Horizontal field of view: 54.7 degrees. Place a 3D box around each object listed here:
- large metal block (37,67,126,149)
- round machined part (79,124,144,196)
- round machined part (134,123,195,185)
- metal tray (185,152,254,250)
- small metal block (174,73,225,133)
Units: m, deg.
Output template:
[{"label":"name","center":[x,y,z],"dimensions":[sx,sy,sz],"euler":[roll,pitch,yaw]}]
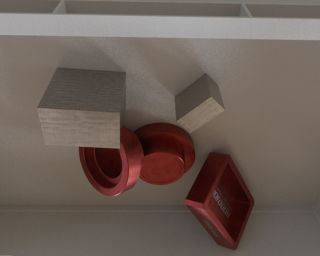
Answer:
[{"label":"large metal block","center":[-0.082,-0.024,0.351],"dimensions":[0.081,0.080,0.050],"euler":[3,130,-3]},{"label":"round machined part","center":[-0.059,0.036,0.404],"dimensions":[0.042,0.098,0.097],"euler":[-15,147,-47]},{"label":"round machined part","center":[0.000,0.043,0.435],"dimensions":[0.099,0.042,0.097],"euler":[-1,130,0]},{"label":"metal tray","center":[0.094,0.109,0.459],"dimensions":[0.030,0.090,0.130],"euler":[4,140,42]},{"label":"small metal block","center":[0.045,-0.030,0.368],"dimensions":[0.050,0.050,0.025],"euler":[-36,122,26]}]
